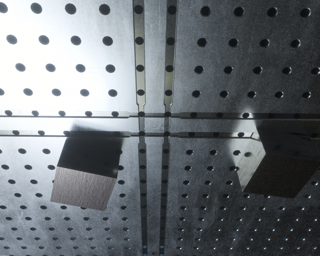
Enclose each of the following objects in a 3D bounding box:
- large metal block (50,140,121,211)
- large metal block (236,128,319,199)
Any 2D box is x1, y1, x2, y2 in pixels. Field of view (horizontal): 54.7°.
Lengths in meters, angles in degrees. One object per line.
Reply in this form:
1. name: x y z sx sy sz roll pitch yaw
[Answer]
1. large metal block: -0.109 0.072 0.455 0.081 0.050 0.079 14 129 -12
2. large metal block: 0.165 0.052 0.442 0.081 0.050 0.079 9 130 -8
